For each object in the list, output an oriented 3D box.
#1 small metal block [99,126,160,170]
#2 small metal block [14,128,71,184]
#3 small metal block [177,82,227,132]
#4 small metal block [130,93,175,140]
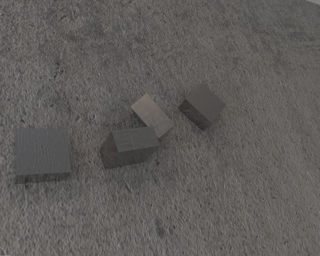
[{"bbox_3d":[-0.036,0.023,0.354,0.050,0.050,0.025,-7,66,-31],"label":"small metal block"},{"bbox_3d":[-0.122,0.028,0.320,0.050,0.025,0.050,0,62,-28],"label":"small metal block"},{"bbox_3d":[0.062,-0.032,0.456,0.050,0.025,0.050,43,51,1],"label":"small metal block"},{"bbox_3d":[-0.009,-0.011,0.386,0.025,0.050,0.050,-41,84,-6],"label":"small metal block"}]
